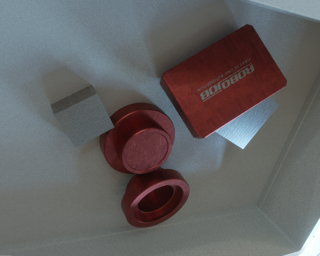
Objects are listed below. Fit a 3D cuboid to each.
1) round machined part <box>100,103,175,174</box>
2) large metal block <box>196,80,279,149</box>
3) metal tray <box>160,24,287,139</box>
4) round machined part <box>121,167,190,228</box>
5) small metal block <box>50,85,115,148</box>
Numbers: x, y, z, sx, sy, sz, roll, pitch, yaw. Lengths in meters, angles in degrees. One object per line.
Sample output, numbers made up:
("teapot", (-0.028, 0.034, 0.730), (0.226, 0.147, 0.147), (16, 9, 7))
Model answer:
("round machined part", (-0.024, 0.020, 0.398), (0.099, 0.042, 0.097), (-14, 124, -21))
("large metal block", (0.105, -0.028, 0.435), (0.080, 0.050, 0.080), (29, 102, -38))
("metal tray", (0.077, -0.056, 0.382), (0.131, 0.030, 0.090), (-32, 90, -8))
("round machined part", (-0.010, 0.095, 0.447), (0.099, 0.042, 0.097), (-18, 134, -20))
("small metal block", (-0.087, -0.013, 0.354), (0.050, 0.025, 0.050), (-29, 129, -10))
